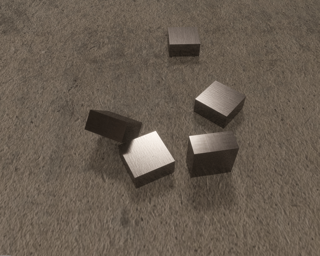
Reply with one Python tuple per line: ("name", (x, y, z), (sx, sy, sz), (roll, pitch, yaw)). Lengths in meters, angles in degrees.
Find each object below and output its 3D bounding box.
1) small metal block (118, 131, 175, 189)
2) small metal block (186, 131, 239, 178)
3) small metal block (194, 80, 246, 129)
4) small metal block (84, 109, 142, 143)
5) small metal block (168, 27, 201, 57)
("small metal block", (-0.017, 0.037, 0.372), (0.050, 0.025, 0.050), (-21, 54, -17))
("small metal block", (0.059, 0.031, 0.361), (0.050, 0.050, 0.025), (-7, 51, -7))
("small metal block", (0.083, -0.034, 0.433), (0.050, 0.025, 0.050), (33, 57, 24))
("small metal block", (-0.057, -0.003, 0.386), (0.050, 0.050, 0.025), (19, 96, 15))
("small metal block", (0.040, -0.147, 0.527), (0.050, 0.025, 0.050), (-2, 50, -2))
